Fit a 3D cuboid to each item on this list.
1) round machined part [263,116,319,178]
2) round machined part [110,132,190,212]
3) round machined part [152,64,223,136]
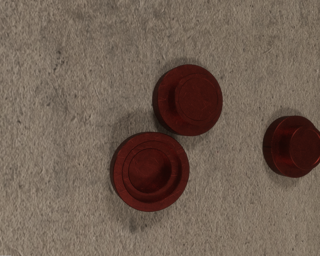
[{"bbox_3d":[0.213,0.029,0.481,0.099,0.042,0.097,0,90,-21],"label":"round machined part"},{"bbox_3d":[-0.016,0.053,0.395,0.099,0.042,0.097,0,90,-21],"label":"round machined part"},{"bbox_3d":[0.043,-0.037,0.417,0.099,0.042,0.097,0,90,-21],"label":"round machined part"}]
